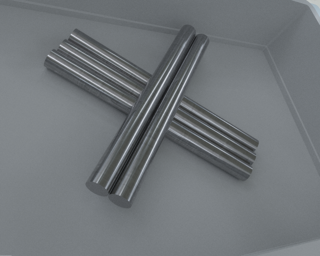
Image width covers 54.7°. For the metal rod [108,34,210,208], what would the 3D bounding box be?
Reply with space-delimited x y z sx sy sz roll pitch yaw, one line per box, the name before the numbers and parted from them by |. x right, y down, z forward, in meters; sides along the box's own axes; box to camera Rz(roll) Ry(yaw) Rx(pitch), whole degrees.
metal rod | 0.013 -0.033 0.399 0.025 0.025 0.301 33 51 -7

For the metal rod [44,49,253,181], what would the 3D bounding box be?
metal rod | -0.008 -0.012 0.406 0.301 0.025 0.025 30 52 -9

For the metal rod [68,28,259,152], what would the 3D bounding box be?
metal rod | 0.011 -0.047 0.438 0.301 0.025 0.025 30 52 -9

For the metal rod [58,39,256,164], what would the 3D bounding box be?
metal rod | 0.002 -0.029 0.422 0.301 0.025 0.025 30 52 -9

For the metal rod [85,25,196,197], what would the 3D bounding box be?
metal rod | -0.008 -0.046 0.395 0.025 0.025 0.301 33 51 -7
